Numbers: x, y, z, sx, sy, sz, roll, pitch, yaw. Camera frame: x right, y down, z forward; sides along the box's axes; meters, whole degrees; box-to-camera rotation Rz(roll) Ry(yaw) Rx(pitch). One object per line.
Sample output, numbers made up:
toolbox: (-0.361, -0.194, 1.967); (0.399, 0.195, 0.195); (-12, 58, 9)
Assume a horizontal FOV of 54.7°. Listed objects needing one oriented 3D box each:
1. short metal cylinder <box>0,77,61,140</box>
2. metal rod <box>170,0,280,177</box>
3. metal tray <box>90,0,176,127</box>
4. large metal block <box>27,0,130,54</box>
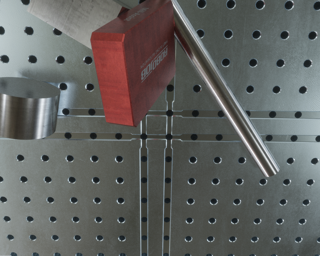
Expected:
short metal cylinder: (-0.165, -0.026, 0.373); (0.080, 0.080, 0.050); (12, 110, -5)
metal rod: (0.072, -0.056, 0.393); (0.025, 0.025, 0.299); (-33, 107, 11)
metal tray: (-0.019, -0.072, 0.320); (0.030, 0.130, 0.089); (8, 126, 18)
large metal block: (-0.077, -0.124, 0.332); (0.080, 0.080, 0.050); (31, 107, -2)
